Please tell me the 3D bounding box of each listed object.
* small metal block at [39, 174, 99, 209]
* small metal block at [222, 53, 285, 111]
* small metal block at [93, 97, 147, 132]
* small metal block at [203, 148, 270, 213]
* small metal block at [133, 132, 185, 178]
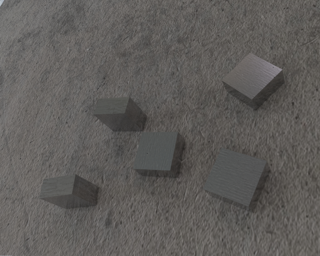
[{"bbox_3d":[-0.115,0.083,0.397,0.050,0.050,0.025,-12,57,22],"label":"small metal block"},{"bbox_3d":[0.114,-0.057,0.379,0.050,0.025,0.050,-44,51,-3],"label":"small metal block"},{"bbox_3d":[-0.054,-0.018,0.427,0.050,0.050,0.025,-1,62,28],"label":"small metal block"},{"bbox_3d":[0.082,0.054,0.328,0.050,0.025,0.050,16,70,34],"label":"small metal block"},{"bbox_3d":[0.000,0.033,0.384,0.050,0.025,0.050,-1,61,27],"label":"small metal block"}]
